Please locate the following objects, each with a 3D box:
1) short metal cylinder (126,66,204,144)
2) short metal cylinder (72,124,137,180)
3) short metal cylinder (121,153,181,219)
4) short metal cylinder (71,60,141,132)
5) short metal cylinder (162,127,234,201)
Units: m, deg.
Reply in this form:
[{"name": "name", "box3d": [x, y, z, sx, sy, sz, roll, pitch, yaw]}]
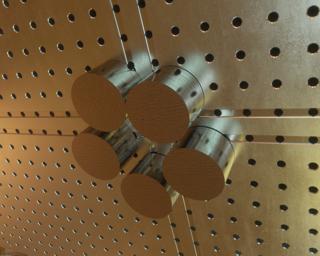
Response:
[{"name": "short metal cylinder", "box3d": [0.006, -0.028, 0.373, 0.080, 0.050, 0.079, 13, 124, 21]}, {"name": "short metal cylinder", "box3d": [-0.081, 0.030, 0.456, 0.080, 0.050, 0.079, 13, 124, 20]}, {"name": "short metal cylinder", "box3d": [-0.009, 0.084, 0.451, 0.080, 0.050, 0.079, 14, 124, 21]}, {"name": "short metal cylinder", "box3d": [-0.067, -0.042, 0.404, 0.080, 0.050, 0.079, 13, 124, 20]}, {"name": "short metal cylinder", "box3d": [0.049, 0.045, 0.396, 0.080, 0.050, 0.079, 13, 125, 20]}]
